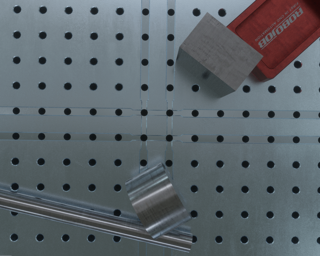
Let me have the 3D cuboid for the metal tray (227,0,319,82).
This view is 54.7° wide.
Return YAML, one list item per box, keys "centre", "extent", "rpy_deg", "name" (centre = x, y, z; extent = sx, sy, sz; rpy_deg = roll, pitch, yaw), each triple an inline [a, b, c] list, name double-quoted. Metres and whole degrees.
- centre: [0.160, -0.137, 0.411]
  extent: [0.130, 0.030, 0.090]
  rpy_deg: [-42, 90, 0]
  name: "metal tray"

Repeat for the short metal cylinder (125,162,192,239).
- centre: [-0.001, 0.089, 0.386]
  extent: [0.050, 0.080, 0.080]
  rpy_deg: [-29, 90, 0]
  name: "short metal cylinder"

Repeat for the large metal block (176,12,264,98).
- centre: [0.069, -0.086, 0.386]
  extent: [0.080, 0.080, 0.050]
  rpy_deg: [38, 90, 0]
  name: "large metal block"

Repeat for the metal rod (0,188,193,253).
- centre: [-0.106, 0.119, 0.412]
  extent: [0.302, 0.025, 0.025]
  rpy_deg: [13, 90, 0]
  name: "metal rod"
